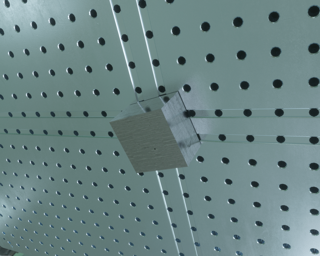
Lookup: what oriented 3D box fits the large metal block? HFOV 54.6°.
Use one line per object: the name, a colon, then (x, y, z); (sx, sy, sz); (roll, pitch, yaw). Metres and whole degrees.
large metal block: (-0.005, 0.008, 0.402); (0.080, 0.050, 0.080); (-13, 112, 33)
